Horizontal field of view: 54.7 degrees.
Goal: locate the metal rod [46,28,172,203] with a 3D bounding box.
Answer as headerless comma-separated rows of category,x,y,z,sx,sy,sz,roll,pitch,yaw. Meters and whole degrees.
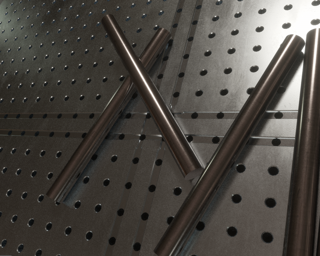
metal rod,-0.069,-0.027,0.459,0.025,0.025,0.300,21,73,35

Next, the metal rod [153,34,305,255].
metal rod,0.086,0.014,0.354,0.025,0.025,0.300,25,75,36

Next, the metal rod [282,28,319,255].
metal rod,0.151,0.019,0.317,0.025,0.025,0.300,3,63,29

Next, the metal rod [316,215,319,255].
metal rod,0.184,-0.001,0.312,0.025,0.025,0.300,5,64,30

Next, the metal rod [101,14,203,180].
metal rod,-0.022,-0.061,0.430,0.025,0.025,0.299,-32,60,7
